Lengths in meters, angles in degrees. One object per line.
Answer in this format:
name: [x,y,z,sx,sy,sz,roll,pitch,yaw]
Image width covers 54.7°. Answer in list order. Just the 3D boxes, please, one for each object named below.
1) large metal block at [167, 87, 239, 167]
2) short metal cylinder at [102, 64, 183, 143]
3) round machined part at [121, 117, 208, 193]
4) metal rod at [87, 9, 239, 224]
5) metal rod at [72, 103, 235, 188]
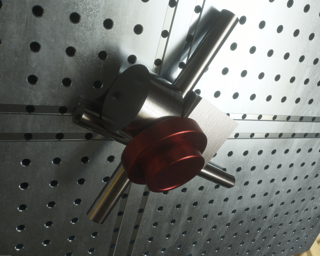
large metal block: [0.044,-0.001,0.416,0.080,0.050,0.080,29,102,-38]
short metal cylinder: [-0.021,-0.024,0.350,0.050,0.080,0.080,28,103,-38]
round machined part: [0.010,0.036,0.345,0.099,0.042,0.098,-21,148,-14]
metal rod: [0.002,-0.012,0.381,0.025,0.025,0.299,32,93,-39]
metal rod: [0.014,0.038,0.443,0.301,0.025,0.025,27,103,-38]
